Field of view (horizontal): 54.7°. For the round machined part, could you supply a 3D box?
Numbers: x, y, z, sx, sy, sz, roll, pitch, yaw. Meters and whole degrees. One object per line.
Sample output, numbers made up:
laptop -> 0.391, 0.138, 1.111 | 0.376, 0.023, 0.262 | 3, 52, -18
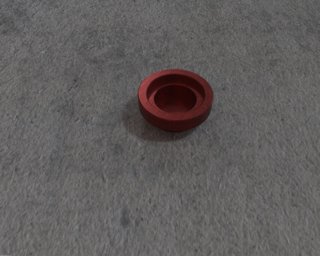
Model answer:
round machined part -> 0.020, -0.033, 0.420 | 0.099, 0.042, 0.098 | 0, 50, 0
